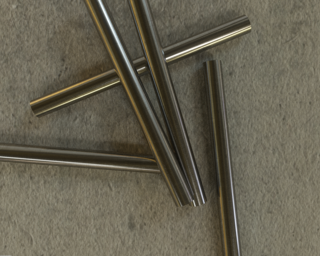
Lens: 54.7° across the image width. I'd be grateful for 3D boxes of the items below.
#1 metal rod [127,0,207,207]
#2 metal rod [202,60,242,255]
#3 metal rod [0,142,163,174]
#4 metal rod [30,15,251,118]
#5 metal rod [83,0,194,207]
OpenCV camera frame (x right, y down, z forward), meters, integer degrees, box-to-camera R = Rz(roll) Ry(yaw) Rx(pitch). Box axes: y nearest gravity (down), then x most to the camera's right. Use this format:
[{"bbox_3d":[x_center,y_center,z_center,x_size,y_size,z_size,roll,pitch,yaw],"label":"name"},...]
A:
[{"bbox_3d":[0.007,-0.043,0.390,0.025,0.025,0.298,-17,98,0],"label":"metal rod"},{"bbox_3d":[0.085,0.061,0.411,0.025,0.025,0.298,-6,90,-1],"label":"metal rod"},{"bbox_3d":[-0.148,0.036,0.408,0.302,0.025,0.025,5,90,-1],"label":"metal rod"},{"bbox_3d":[-0.024,-0.082,0.409,0.301,0.025,0.025,-22,90,-1],"label":"metal rod"},{"bbox_3d":[-0.030,-0.043,0.384,0.025,0.025,0.299,-24,92,0],"label":"metal rod"}]
